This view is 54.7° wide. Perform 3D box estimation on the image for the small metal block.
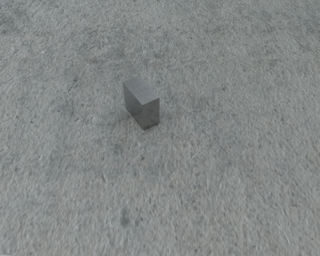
[{"bbox_3d":[-0.025,-0.033,0.415,0.025,0.050,0.050,-26,55,-21],"label":"small metal block"}]
